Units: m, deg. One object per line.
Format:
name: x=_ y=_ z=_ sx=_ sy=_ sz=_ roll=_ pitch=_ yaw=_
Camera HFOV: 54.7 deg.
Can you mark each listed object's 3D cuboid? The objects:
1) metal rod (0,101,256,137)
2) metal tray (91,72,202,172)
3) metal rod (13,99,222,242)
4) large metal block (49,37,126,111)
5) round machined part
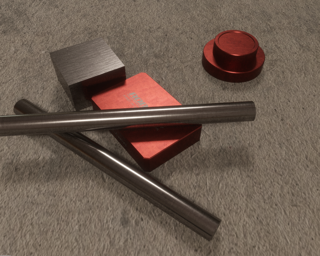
metal rod: x=-0.037 y=-0.012 z=0.372 sx=0.302 sy=0.025 sz=0.025 roll=-4 pitch=50 yaw=-4
metal tray: x=-0.020 y=-0.014 z=0.411 sx=0.091 sy=0.030 sz=0.130 roll=-30 pitch=57 yaw=-23
metal rod: x=-0.066 y=0.038 z=0.370 sx=0.300 sy=0.025 sz=0.025 roll=28 pitch=55 yaw=21
large metal block: x=-0.104 y=-0.081 z=0.453 sx=0.081 sy=0.050 sz=0.080 roll=-24 pitch=54 yaw=-19
round machined part: x=0.118 y=-0.120 z=0.495 sx=0.099 sy=0.042 sz=0.098 roll=0 pitch=50 yaw=0
